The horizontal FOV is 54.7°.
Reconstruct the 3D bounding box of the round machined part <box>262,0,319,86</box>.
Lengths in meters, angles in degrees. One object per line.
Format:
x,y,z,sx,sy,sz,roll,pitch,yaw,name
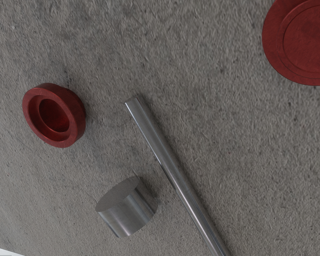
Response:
0.140,-0.082,0.271,0.098,0.042,0.097,13,124,21,round machined part

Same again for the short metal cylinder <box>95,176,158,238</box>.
-0.050,0.118,0.471,0.080,0.080,0.050,-24,105,36,short metal cylinder

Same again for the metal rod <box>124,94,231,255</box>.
0.034,0.087,0.442,0.025,0.025,0.299,-18,109,35,metal rod

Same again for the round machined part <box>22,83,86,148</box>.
-0.151,-0.022,0.462,0.098,0.042,0.097,13,124,21,round machined part
